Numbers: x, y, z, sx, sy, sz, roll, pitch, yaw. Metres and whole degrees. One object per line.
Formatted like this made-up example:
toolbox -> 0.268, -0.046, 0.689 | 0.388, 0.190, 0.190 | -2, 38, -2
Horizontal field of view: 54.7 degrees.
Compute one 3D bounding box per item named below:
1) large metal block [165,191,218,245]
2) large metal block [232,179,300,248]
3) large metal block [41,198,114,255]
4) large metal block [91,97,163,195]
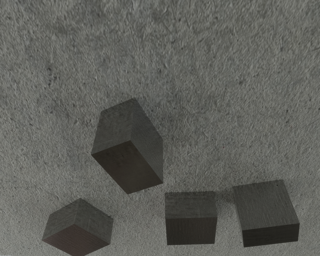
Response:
large metal block -> 0.050, 0.152, 0.521 | 0.080, 0.050, 0.079 | -2, 130, 2
large metal block -> 0.163, 0.133, 0.486 | 0.080, 0.080, 0.050 | -10, 130, 8
large metal block -> -0.141, 0.176, 0.539 | 0.080, 0.050, 0.080 | -31, 124, 23
large metal block -> -0.036, 0.023, 0.390 | 0.050, 0.080, 0.080 | -21, 127, 16
